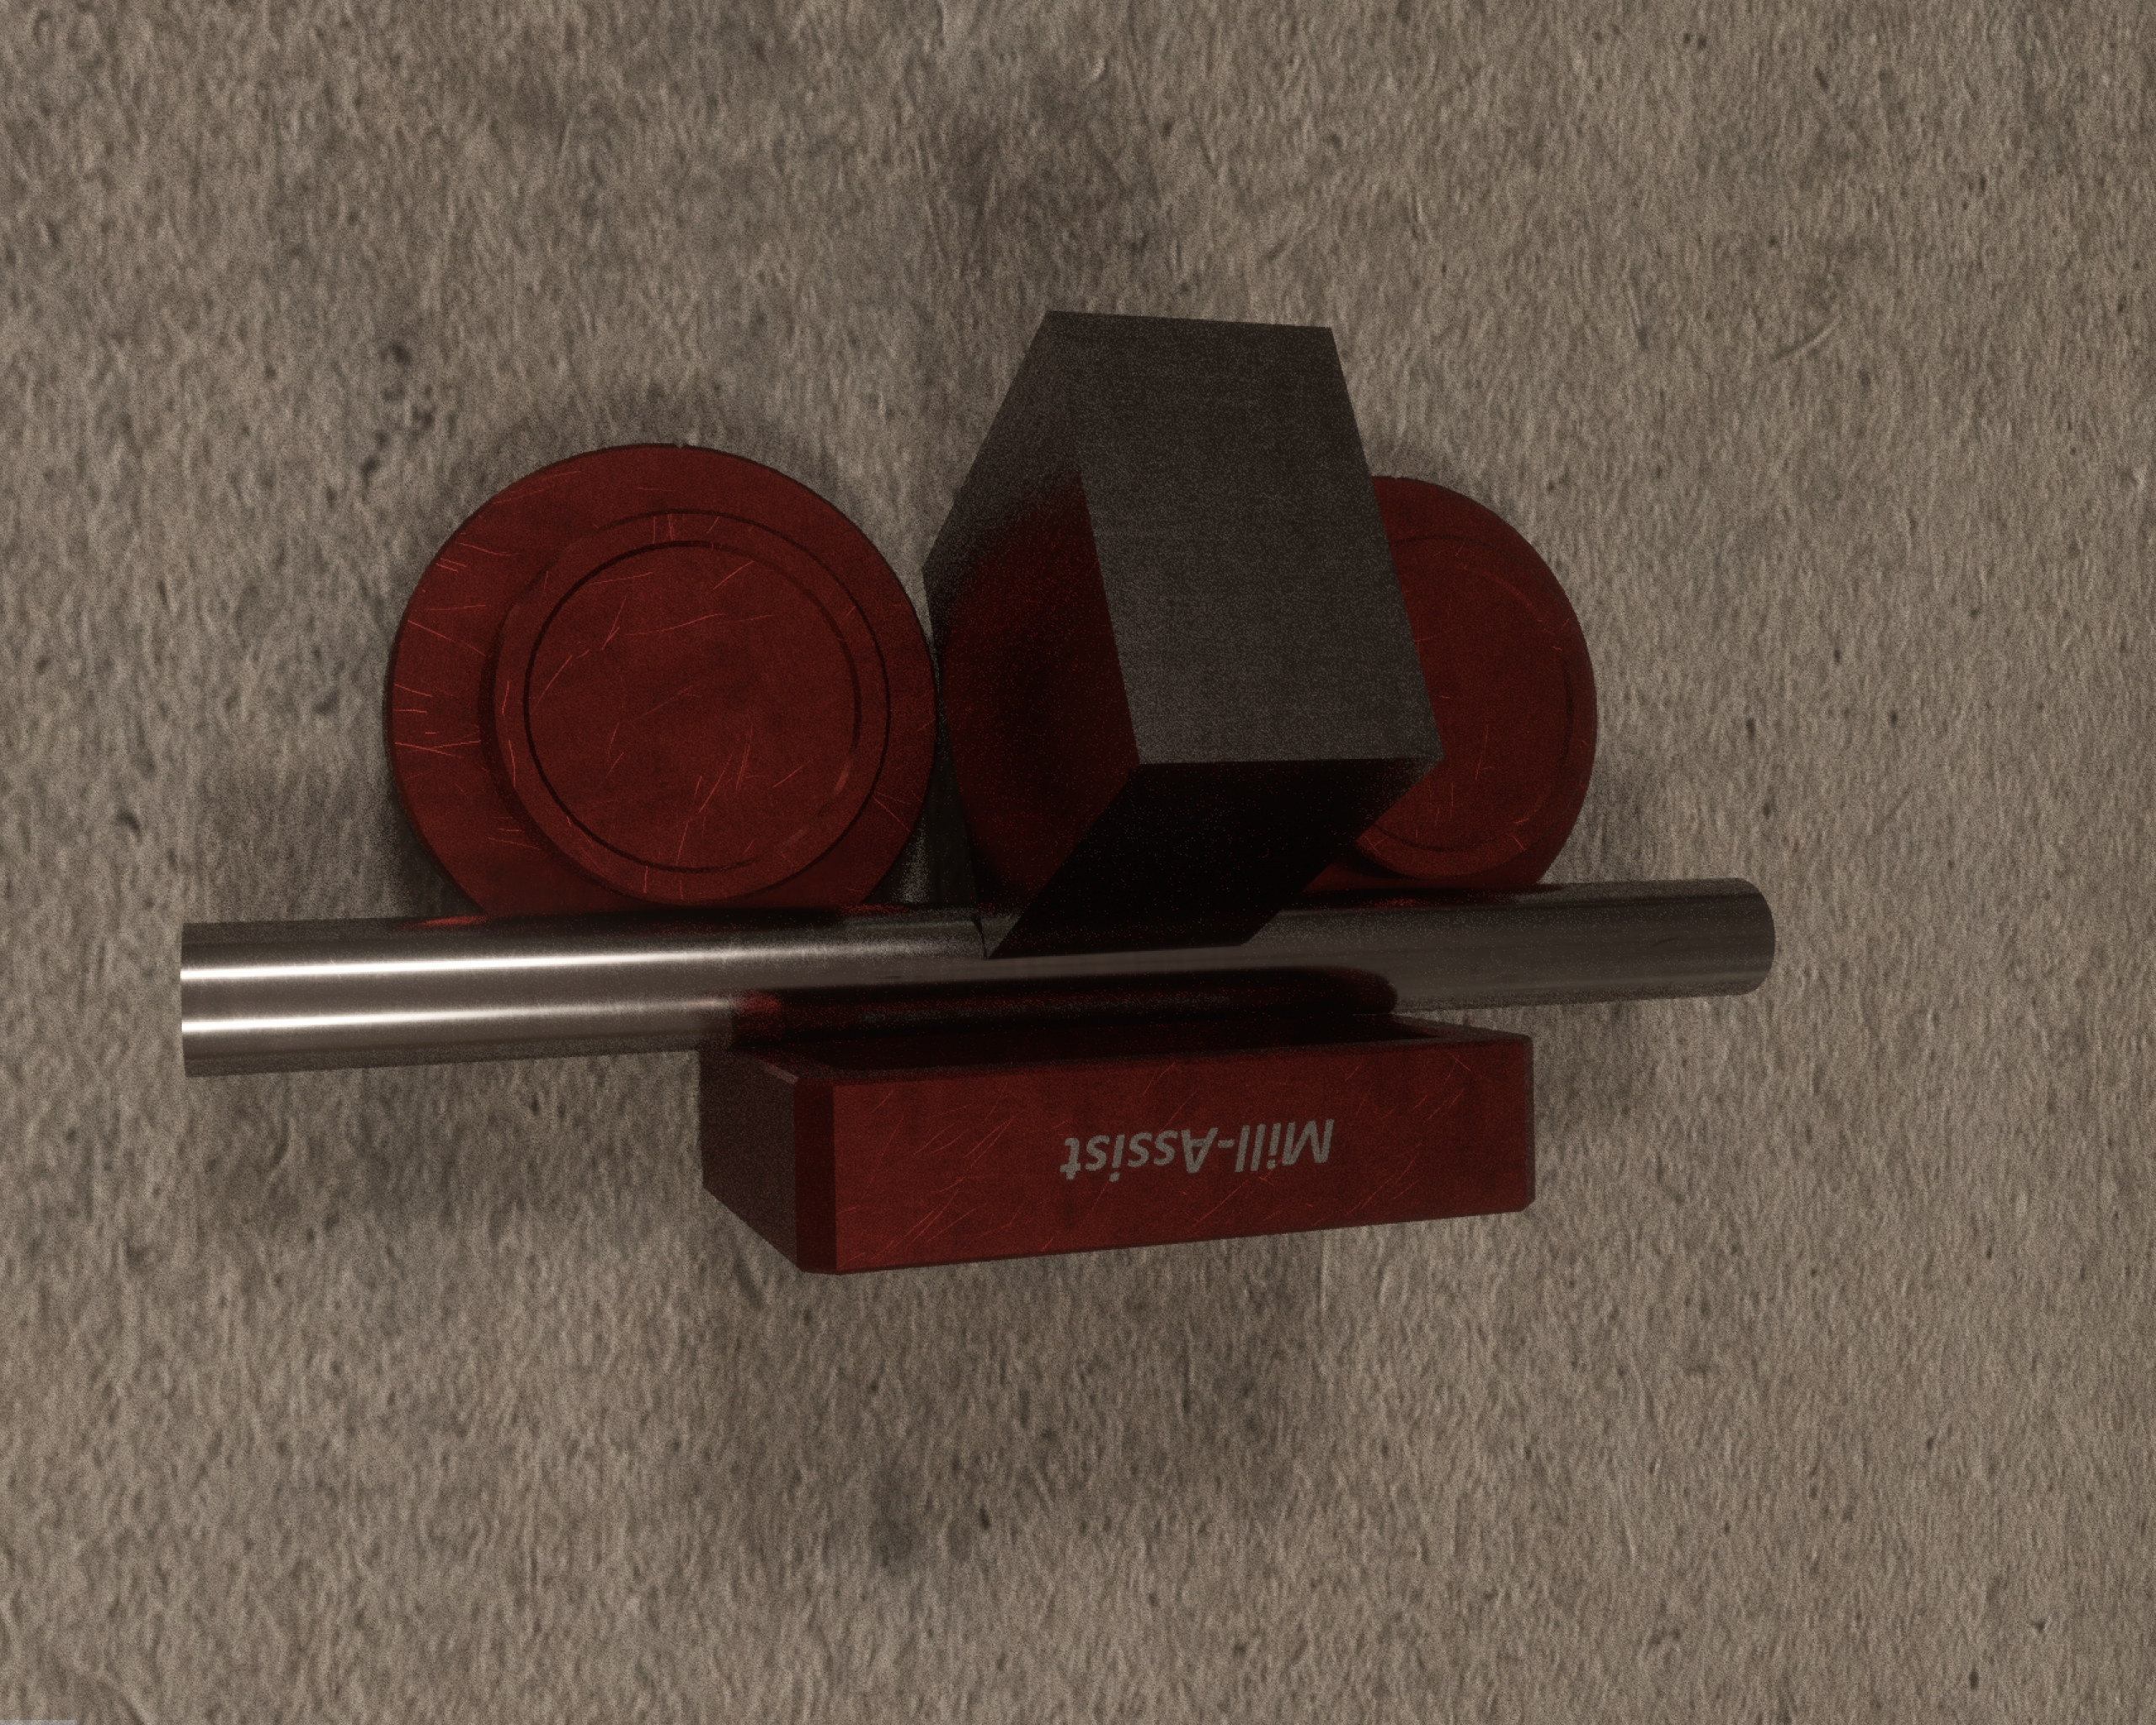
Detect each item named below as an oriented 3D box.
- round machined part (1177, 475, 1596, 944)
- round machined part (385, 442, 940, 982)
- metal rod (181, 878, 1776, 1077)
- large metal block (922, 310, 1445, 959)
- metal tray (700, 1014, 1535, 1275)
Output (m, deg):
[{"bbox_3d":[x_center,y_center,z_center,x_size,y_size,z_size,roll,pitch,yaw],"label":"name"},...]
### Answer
[{"bbox_3d":[0.065,-0.031,0.425,0.099,0.042,0.097,0,90,-21],"label":"round machined part"},{"bbox_3d":[-0.072,-0.027,0.373,0.099,0.042,0.097,0,90,-21],"label":"round machined part"},{"bbox_3d":[-0.002,0.019,0.389,0.303,0.025,0.025,-1,91,-21],"label":"metal rod"},{"bbox_3d":[0.013,-0.036,0.358,0.050,0.080,0.080,-2,67,-21],"label":"large metal block"},{"bbox_3d":[0.004,0.046,0.378,0.131,0.090,0.030,-1,91,-20],"label":"metal tray"}]
